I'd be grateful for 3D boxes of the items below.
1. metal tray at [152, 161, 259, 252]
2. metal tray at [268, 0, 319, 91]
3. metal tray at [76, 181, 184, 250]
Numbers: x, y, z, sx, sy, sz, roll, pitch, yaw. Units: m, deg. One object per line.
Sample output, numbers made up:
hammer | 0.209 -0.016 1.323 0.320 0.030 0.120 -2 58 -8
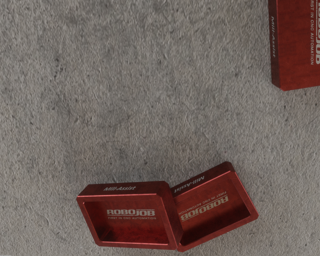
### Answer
metal tray | 0.064 0.116 0.450 0.130 0.030 0.090 -28 108 9
metal tray | 0.180 -0.115 0.366 0.090 0.030 0.129 -9 110 3
metal tray | -0.042 0.121 0.427 0.130 0.030 0.089 -7 112 24
